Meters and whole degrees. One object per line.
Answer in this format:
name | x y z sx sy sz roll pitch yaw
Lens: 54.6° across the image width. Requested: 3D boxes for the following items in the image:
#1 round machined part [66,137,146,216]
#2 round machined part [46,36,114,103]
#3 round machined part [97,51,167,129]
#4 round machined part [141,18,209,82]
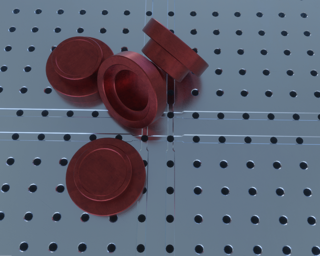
round machined part | -0.067 0.058 0.381 0.099 0.042 0.098 0 70 0
round machined part | -0.111 -0.088 0.434 0.099 0.042 0.098 0 70 0
round machined part | -0.031 -0.051 0.399 0.098 0.097 0.042 41 45 13
round machined part | 0.014 -0.098 0.415 0.098 0.098 0.042 43 102 14
